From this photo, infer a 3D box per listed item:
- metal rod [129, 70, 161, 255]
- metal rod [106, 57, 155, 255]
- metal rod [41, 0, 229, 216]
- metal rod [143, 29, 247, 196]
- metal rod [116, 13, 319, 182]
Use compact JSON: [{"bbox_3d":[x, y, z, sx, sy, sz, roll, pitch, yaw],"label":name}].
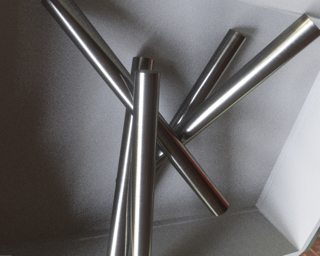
[{"bbox_3d":[-0.019,0.088,0.337,0.025,0.025,0.298,-6,109,-26],"label":"metal rod"},{"bbox_3d":[-0.039,0.069,0.356,0.025,0.025,0.298,7,91,-32],"label":"metal rod"},{"bbox_3d":[-0.012,-0.011,0.334,0.025,0.025,0.300,-39,110,-2],"label":"metal rod"},{"bbox_3d":[0.021,0.005,0.424,0.025,0.025,0.299,22,106,-37],"label":"metal rod"},{"bbox_3d":[0.043,-0.008,0.355,0.025,0.025,0.299,21,130,-37],"label":"metal rod"}]
